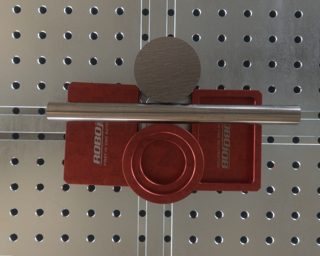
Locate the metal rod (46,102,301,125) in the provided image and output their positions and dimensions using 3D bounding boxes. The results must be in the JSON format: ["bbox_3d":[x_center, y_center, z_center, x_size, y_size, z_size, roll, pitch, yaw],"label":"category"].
[{"bbox_3d":[0.017,-0.018,0.379,0.302,0.025,0.025,1,90,-1],"label":"metal rod"}]

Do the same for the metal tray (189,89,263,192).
[{"bbox_3d":[0.084,0.016,0.407,0.091,0.030,0.129,1,90,0],"label":"metal tray"}]

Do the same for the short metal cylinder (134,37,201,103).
[{"bbox_3d":[0.009,-0.070,0.397,0.081,0.050,0.079,0,90,0],"label":"short metal cylinder"}]

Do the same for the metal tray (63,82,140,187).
[{"bbox_3d":[-0.074,0.008,0.405,0.091,0.030,0.129,3,90,0],"label":"metal tray"}]

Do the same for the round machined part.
[{"bbox_3d":[0.004,0.043,0.392,0.099,0.042,0.097,0,90,0],"label":"round machined part"}]
